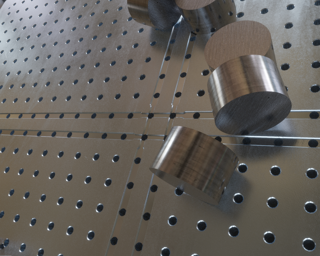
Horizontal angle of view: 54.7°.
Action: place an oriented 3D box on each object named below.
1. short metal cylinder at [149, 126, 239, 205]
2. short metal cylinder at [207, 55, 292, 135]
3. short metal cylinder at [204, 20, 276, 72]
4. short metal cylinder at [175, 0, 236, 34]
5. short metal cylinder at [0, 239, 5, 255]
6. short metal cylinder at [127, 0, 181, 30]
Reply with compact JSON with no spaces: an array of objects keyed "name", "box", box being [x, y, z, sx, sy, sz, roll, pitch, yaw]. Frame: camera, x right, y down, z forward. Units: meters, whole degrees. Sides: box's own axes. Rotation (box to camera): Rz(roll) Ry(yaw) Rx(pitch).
[{"name":"short metal cylinder","box":[0.036,0.040,0.329,0.080,0.080,0.050,19,72,35]},{"name":"short metal cylinder","box":[0.097,-0.034,0.343,0.080,0.080,0.050,-18,55,18]},{"name":"short metal cylinder","box":[0.102,-0.088,0.392,0.080,0.050,0.080,-13,56,21]},{"name":"short metal cylinder","box":[0.070,-0.191,0.473,0.080,0.050,0.080,-13,56,21]},{"name":"short metal cylinder","box":[-0.261,0.182,0.418,0.080,0.050,0.080,-13,56,21]},{"name":"short metal cylinder","box":[-0.006,-0.205,0.502,0.050,0.080,0.080,31,79,38]}]
